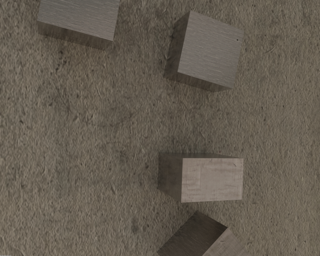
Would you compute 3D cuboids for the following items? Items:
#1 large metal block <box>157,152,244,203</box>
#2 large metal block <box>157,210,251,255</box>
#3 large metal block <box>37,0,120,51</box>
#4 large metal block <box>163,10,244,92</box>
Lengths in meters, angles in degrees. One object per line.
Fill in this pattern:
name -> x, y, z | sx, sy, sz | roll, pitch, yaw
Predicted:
large metal block -> 0.049, 0.060, 0.398 | 0.081, 0.080, 0.050 | 2, 90, -20
large metal block -> 0.053, 0.162, 0.400 | 0.080, 0.080, 0.050 | -42, 104, -15
large metal block -> -0.093, -0.144, 0.361 | 0.081, 0.050, 0.080 | 10, 87, -20
large metal block -> 0.058, -0.099, 0.417 | 0.081, 0.050, 0.080 | 13, 86, -20
